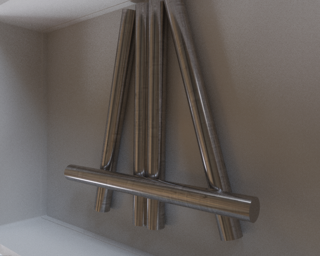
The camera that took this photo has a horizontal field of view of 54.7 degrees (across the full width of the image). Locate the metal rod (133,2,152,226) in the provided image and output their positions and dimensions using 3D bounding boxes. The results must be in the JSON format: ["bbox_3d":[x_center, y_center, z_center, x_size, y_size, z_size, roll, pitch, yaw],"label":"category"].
[{"bbox_3d":[-0.023,-0.018,0.425,0.025,0.025,0.298,1,91,40],"label":"metal rod"}]

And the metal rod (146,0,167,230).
[{"bbox_3d":[-0.004,-0.018,0.409,0.025,0.025,0.298,1,91,40],"label":"metal rod"}]

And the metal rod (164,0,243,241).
[{"bbox_3d":[0.048,-0.023,0.366,0.025,0.025,0.299,-20,77,38],"label":"metal rod"}]

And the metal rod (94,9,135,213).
[{"bbox_3d":[-0.065,-0.020,0.460,0.025,0.025,0.298,16,100,39],"label":"metal rod"}]

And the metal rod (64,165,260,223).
[{"bbox_3d":[-0.025,0.074,0.392,0.300,0.025,0.025,2,91,40],"label":"metal rod"}]
